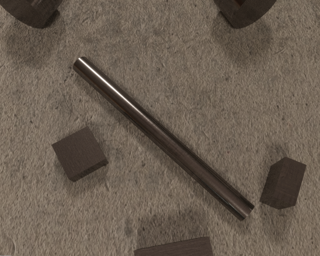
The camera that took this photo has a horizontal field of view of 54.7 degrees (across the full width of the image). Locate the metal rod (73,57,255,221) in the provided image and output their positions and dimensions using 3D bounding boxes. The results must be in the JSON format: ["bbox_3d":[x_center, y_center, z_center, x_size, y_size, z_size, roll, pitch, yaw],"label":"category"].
[{"bbox_3d":[-0.004,0.006,0.405,0.300,0.025,0.025,42,75,13],"label":"metal rod"}]

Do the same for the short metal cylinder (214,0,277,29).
[{"bbox_3d":[0.126,-0.193,0.451,0.080,0.080,0.050,-28,73,-10],"label":"short metal cylinder"}]

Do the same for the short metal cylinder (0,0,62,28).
[{"bbox_3d":[-0.190,-0.192,0.447,0.080,0.080,0.050,25,72,8],"label":"short metal cylinder"}]

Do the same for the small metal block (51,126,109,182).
[{"bbox_3d":[-0.101,0.033,0.395,0.050,0.025,0.050,-29,73,-10],"label":"small metal block"}]

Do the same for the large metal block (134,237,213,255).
[{"bbox_3d":[0.019,0.166,0.334,0.081,0.050,0.080,-9,70,-4],"label":"large metal block"}]

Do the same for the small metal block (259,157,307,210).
[{"bbox_3d":[0.147,0.068,0.372,0.025,0.050,0.050,22,72,7],"label":"small metal block"}]
